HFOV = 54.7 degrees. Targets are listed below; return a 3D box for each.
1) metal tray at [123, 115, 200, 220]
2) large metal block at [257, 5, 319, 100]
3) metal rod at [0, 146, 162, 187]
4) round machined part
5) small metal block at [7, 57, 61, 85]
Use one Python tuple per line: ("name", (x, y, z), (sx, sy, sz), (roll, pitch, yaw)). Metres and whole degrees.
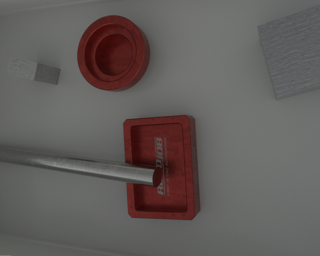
("metal tray", (0.002, 0.051, 0.406), (0.090, 0.030, 0.129), (-4, 89, 19))
("large metal block", (0.159, -0.081, 0.341), (0.080, 0.050, 0.080), (-15, 85, 19))
("metal rod", (-0.137, 0.050, 0.437), (0.301, 0.025, 0.025), (4, 91, 26))
("round machined part", (-0.059, -0.098, 0.421), (0.098, 0.042, 0.097), (0, 90, 19))
("small metal block", (-0.187, -0.085, 0.461), (0.050, 0.050, 0.025), (15, 95, 19))
